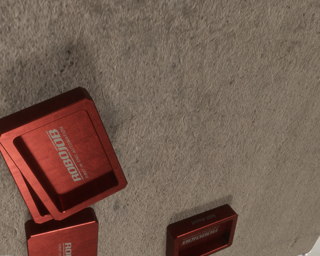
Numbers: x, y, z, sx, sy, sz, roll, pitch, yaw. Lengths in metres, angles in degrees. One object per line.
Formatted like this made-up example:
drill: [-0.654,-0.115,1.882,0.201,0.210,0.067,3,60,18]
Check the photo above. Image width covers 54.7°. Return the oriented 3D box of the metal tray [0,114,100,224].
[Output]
metal tray: [-0.122,0.045,0.365,0.091,0.030,0.129,-19,126,-18]

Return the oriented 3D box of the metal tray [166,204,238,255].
metal tray: [0.077,0.200,0.571,0.131,0.030,0.089,-13,124,-22]

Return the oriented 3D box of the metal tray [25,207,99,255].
metal tray: [-0.138,0.179,0.440,0.091,0.030,0.129,-6,122,-26]

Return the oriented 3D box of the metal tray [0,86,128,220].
metal tray: [-0.097,0.031,0.331,0.091,0.030,0.129,-25,128,-13]
